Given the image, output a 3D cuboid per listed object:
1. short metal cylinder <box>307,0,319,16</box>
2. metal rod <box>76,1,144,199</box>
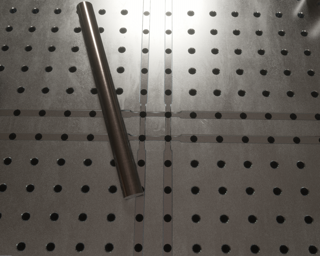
[{"bbox_3d":[0.279,-0.216,0.481,0.081,0.050,0.080,0,70,0],"label":"short metal cylinder"},{"bbox_3d":[-0.074,-0.051,0.429,0.025,0.025,0.299,-15,71,-6],"label":"metal rod"}]
